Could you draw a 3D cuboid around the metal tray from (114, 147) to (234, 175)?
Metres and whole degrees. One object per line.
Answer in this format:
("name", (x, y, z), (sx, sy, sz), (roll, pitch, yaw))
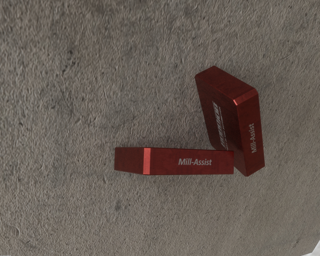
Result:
("metal tray", (0.018, 0.042, 0.398), (0.131, 0.090, 0.030), (5, 85, -31))

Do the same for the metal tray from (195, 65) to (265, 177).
("metal tray", (0.093, -0.008, 0.410), (0.030, 0.090, 0.129), (-28, 128, -11))
